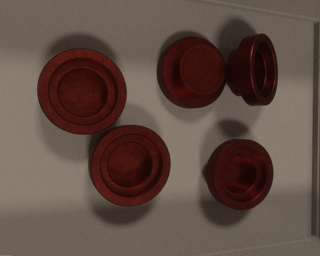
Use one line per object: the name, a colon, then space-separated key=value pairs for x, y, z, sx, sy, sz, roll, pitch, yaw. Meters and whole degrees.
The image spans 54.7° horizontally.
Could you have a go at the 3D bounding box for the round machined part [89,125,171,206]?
round machined part: x=-0.040 y=0.045 z=0.388 sx=0.099 sy=0.042 sz=0.097 roll=0 pitch=90 yaw=-21

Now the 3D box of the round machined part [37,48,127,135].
round machined part: x=-0.092 y=-0.041 z=0.368 sx=0.099 sy=0.042 sz=0.097 roll=0 pitch=90 yaw=-21

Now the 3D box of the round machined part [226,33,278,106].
round machined part: x=0.128 y=-0.080 z=0.436 sx=0.099 sy=0.042 sz=0.097 roll=-1 pitch=91 yaw=-50

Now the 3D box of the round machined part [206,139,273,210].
round machined part: x=0.109 y=0.064 z=0.443 sx=0.099 sy=0.042 sz=0.097 roll=0 pitch=90 yaw=-21

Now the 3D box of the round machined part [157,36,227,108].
round machined part: x=0.049 y=-0.076 z=0.421 sx=0.099 sy=0.042 sz=0.097 roll=0 pitch=90 yaw=-21
